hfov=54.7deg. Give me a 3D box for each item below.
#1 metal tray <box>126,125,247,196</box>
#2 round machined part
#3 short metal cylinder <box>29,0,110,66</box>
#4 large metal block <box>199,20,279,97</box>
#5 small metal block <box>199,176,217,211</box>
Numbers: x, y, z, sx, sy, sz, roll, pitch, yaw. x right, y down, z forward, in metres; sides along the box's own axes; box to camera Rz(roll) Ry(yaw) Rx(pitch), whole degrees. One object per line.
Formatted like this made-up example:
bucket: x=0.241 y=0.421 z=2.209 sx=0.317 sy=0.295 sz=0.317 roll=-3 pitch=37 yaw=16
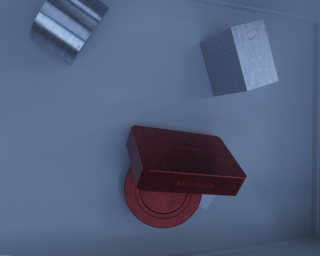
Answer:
metal tray: x=0.030 y=0.040 z=0.387 sx=0.131 sy=0.090 sz=0.030 roll=8 pitch=120 yaw=-20
round machined part: x=0.004 y=0.076 z=0.387 sx=0.099 sy=0.042 sz=0.097 roll=0 pitch=83 yaw=-1
short metal cylinder: x=-0.100 y=-0.116 z=0.345 sx=0.050 sy=0.080 sz=0.080 roll=34 pitch=79 yaw=-17
large metal block: x=0.105 y=-0.091 z=0.421 sx=0.050 sy=0.080 sz=0.080 roll=-18 pitch=97 yaw=-19
small metal block: x=0.053 y=0.079 z=0.432 sx=0.050 sy=0.025 sz=0.050 roll=37 pitch=78 yaw=-17
